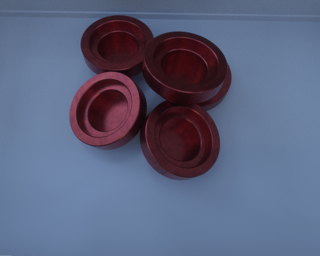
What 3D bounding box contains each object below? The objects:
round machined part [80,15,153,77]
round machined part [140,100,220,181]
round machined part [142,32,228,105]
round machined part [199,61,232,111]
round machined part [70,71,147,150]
[{"bbox_3d":[-0.058,-0.108,0.435,0.099,0.042,0.098,1,63,-1],"label":"round machined part"},{"bbox_3d":[0.021,0.016,0.383,0.099,0.042,0.098,8,69,-21],"label":"round machined part"},{"bbox_3d":[0.027,-0.067,0.373,0.099,0.042,0.098,5,57,-7],"label":"round machined part"},{"bbox_3d":[0.050,-0.074,0.428,0.099,0.042,0.098,0,70,-1],"label":"round machined part"},{"bbox_3d":[-0.062,-0.019,0.396,0.098,0.042,0.098,-6,71,19],"label":"round machined part"}]
